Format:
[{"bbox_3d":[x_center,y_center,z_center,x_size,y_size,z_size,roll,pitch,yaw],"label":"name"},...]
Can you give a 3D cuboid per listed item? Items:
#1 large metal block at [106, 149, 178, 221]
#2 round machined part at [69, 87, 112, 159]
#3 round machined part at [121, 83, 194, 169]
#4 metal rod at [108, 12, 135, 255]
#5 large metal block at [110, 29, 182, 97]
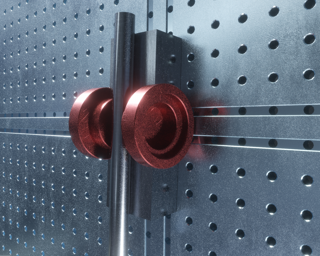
[{"bbox_3d":[-0.024,0.069,0.413,0.080,0.050,0.079,4,93,40],"label":"large metal block"},{"bbox_3d":[-0.068,-0.006,0.417,0.042,0.099,0.097,3,92,40],"label":"round machined part"},{"bbox_3d":[-0.007,-0.003,0.367,0.042,0.099,0.097,3,92,45],"label":"round machined part"},{"bbox_3d":[-0.048,0.011,0.383,0.025,0.025,0.298,3,92,40],"label":"metal rod"},{"bbox_3d":[-0.020,-0.078,0.409,0.080,0.050,0.079,3,92,40],"label":"large metal block"}]
